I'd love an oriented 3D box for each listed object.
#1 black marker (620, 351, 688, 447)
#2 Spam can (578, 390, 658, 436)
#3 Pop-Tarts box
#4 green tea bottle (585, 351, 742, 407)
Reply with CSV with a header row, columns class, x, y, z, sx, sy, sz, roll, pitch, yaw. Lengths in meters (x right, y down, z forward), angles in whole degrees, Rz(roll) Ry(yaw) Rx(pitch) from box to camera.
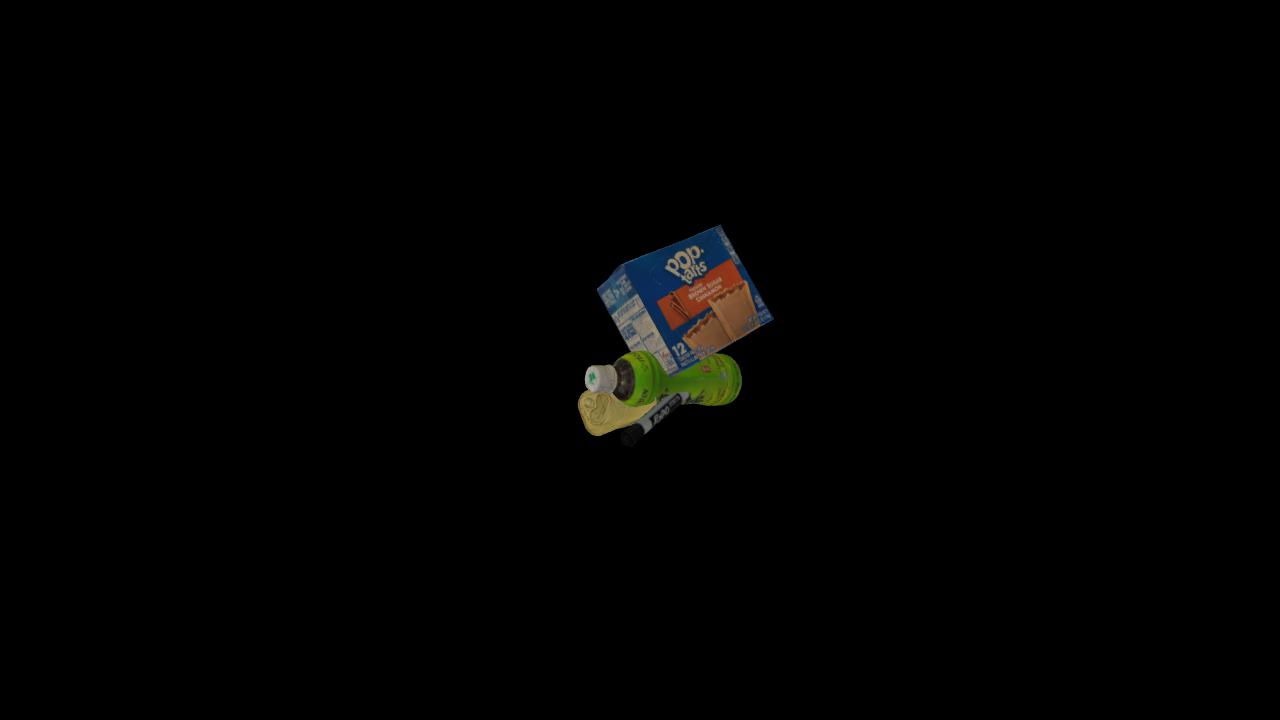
class,x,y,z,sx,sy,sz,roll,pitch,yaw
black marker,0.017,0.063,0.700,0.020,0.020,0.121,0,23,38
Spam can,-0.012,0.052,0.765,0.101,0.058,0.085,-23,-9,22
Pop-Tarts box,0.058,-0.069,0.764,0.167,0.141,0.083,-27,-3,-33
green tea bottle,0.029,0.024,0.751,0.212,0.073,0.073,0,0,-36
